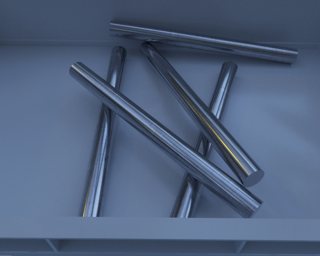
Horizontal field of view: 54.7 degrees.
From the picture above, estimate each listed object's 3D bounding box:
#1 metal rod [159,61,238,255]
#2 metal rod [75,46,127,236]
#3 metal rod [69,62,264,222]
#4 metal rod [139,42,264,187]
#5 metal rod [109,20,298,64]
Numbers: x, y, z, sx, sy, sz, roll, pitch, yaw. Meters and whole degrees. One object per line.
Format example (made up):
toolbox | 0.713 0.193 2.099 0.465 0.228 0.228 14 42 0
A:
metal rod | 0.060 0.014 0.394 0.025 0.025 0.301 15 51 12
metal rod | -0.070 -0.010 0.411 0.025 0.025 0.300 1 50 1
metal rod | -0.012 0.000 0.371 0.025 0.025 0.300 -37 60 -27
metal rod | 0.036 -0.041 0.415 0.025 0.025 0.300 -18 45 -15
metal rod | 0.070 -0.139 0.502 0.302 0.025 0.025 8 50 -2
